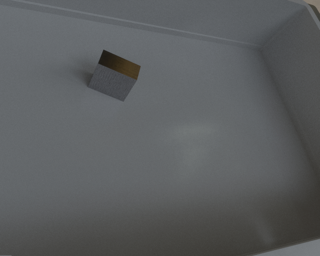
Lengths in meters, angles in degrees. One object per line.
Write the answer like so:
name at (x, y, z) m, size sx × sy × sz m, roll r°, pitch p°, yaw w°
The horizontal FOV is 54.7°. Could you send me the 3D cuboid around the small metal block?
small metal block at (-0.059, -0.066, 0.399) m, size 0.050 × 0.050 × 0.025 m, roll 22°, pitch 54°, yaw -16°
